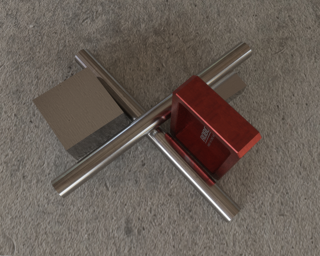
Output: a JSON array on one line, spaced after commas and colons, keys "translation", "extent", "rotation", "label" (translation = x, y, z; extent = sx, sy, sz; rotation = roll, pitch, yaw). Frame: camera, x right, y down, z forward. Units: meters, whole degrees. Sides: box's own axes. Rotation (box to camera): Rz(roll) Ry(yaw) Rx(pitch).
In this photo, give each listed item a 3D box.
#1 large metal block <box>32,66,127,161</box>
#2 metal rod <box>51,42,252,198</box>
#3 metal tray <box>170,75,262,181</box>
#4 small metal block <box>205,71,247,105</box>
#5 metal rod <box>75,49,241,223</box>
[{"translation": [-0.100, -0.018, 0.400], "extent": [0.080, 0.050, 0.080], "rotation": [-35, 74, -12], "label": "large metal block"}, {"translation": [-0.001, -0.018, 0.389], "extent": [0.301, 0.025, 0.025], "rotation": [-37, 75, -13], "label": "metal rod"}, {"translation": [0.054, 0.007, 0.351], "extent": [0.030, 0.130, 0.090], "rotation": [-41, 75, -13], "label": "metal tray"}, {"translation": [0.083, -0.059, 0.432], "extent": [0.050, 0.025, 0.050], "rotation": [-34, 74, -12], "label": "small metal block"}, {"translation": [-0.012, 0.000, 0.409], "extent": [0.025, 0.025, 0.300], "rotation": [-40, 75, -13], "label": "metal rod"}]
